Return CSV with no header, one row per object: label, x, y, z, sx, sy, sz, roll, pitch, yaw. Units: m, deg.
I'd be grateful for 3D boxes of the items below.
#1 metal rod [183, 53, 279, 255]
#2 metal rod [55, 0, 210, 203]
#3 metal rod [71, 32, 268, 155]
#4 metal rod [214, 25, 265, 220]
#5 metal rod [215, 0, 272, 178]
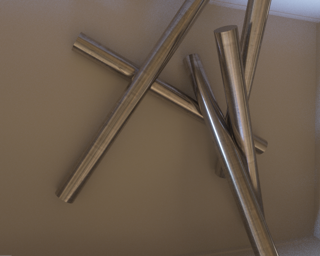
metal rod,0.087,0.040,0.382,0.025,0.025,0.299,-11,71,-20
metal rod,-0.031,-0.042,0.375,0.025,0.025,0.299,34,88,-17
metal rod,0.026,-0.038,0.419,0.301,0.025,0.025,28,81,-18
metal rod,0.108,0.021,0.397,0.025,0.025,0.298,-27,119,-18
metal rod,0.104,-0.068,0.381,0.025,0.025,0.298,-5,118,-20
